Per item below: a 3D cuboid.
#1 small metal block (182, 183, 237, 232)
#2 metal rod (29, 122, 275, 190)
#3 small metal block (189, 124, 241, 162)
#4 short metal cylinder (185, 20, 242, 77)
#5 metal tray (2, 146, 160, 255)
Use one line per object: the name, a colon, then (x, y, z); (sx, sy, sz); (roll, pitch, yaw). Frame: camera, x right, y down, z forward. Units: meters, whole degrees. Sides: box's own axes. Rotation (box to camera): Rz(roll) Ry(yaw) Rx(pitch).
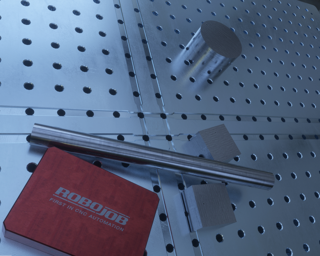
small metal block: (0.060, 0.097, 0.383); (0.050, 0.025, 0.050); (1, 61, -28)
metal rod: (0.005, 0.039, 0.374); (0.302, 0.025, 0.025); (13, 56, -16)
small metal block: (0.078, 0.026, 0.436); (0.050, 0.025, 0.050); (-15, 70, -35)
short metal cylinder: (0.090, -0.134, 0.525); (0.081, 0.050, 0.080); (14, 56, -21)
metal tray: (-0.073, 0.086, 0.314); (0.131, 0.030, 0.090); (27, 52, -12)
